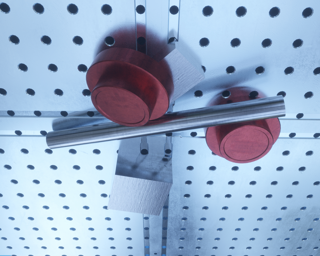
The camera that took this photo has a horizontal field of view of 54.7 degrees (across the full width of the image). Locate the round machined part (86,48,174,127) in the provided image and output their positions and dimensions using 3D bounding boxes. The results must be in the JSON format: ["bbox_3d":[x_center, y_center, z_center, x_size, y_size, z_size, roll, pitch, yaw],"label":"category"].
[{"bbox_3d":[-0.037,-0.038,0.345,0.098,0.042,0.098,14,147,9],"label":"round machined part"}]

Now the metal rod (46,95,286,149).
[{"bbox_3d":[-0.004,-0.004,0.389,0.301,0.025,0.025,-8,130,14],"label":"metal rod"}]

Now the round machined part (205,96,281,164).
[{"bbox_3d":[0.110,0.009,0.410,0.099,0.042,0.097,0,130,0],"label":"round machined part"}]

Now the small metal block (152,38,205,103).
[{"bbox_3d":[0.015,-0.065,0.356,0.050,0.025,0.050,-36,122,26],"label":"small metal block"}]

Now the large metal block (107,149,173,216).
[{"bbox_3d":[-0.031,0.083,0.466,0.081,0.050,0.079,10,129,-9],"label":"large metal block"}]
